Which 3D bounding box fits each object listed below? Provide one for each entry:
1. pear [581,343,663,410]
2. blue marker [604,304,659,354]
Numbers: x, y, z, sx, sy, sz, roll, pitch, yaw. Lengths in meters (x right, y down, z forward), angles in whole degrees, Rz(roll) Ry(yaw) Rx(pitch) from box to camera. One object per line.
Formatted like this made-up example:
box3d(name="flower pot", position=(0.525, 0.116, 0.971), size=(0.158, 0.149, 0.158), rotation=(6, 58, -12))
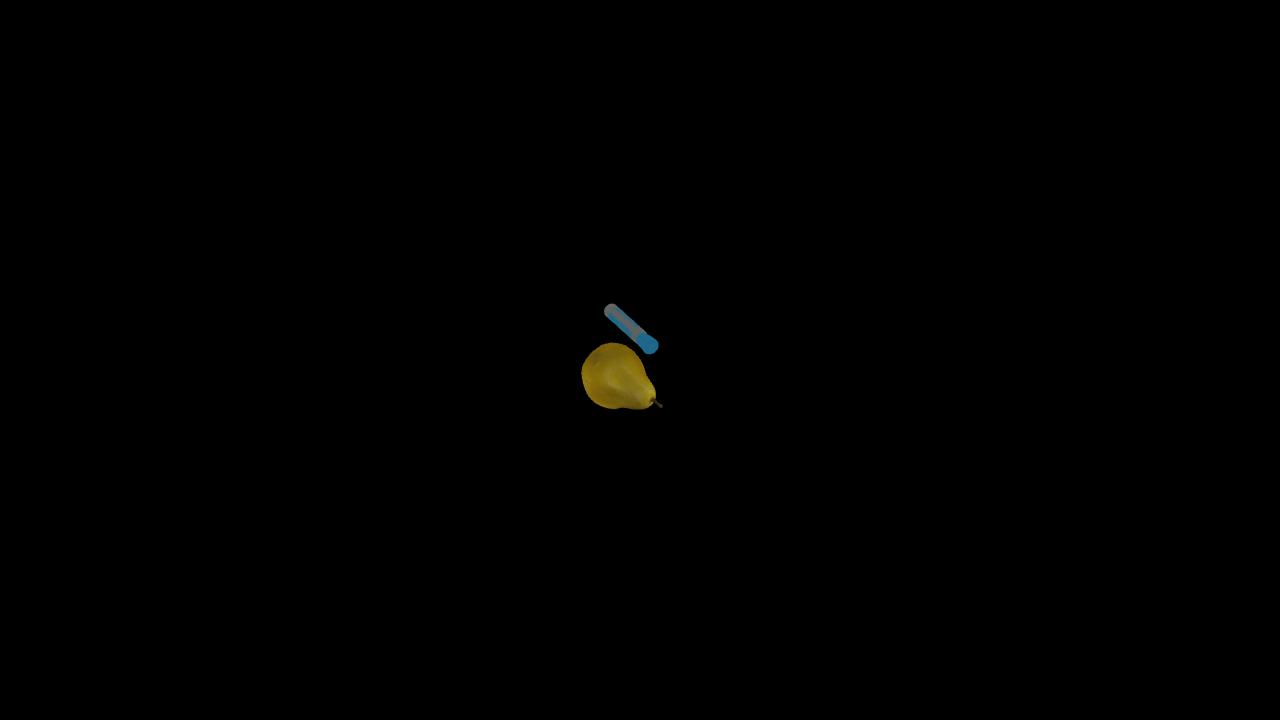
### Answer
box3d(name="pear", position=(-0.013, 0.030, 0.716), size=(0.111, 0.080, 0.080), rotation=(34, 15, 22))
box3d(name="blue marker", position=(-0.011, -0.037, 0.711), size=(0.020, 0.020, 0.121), rotation=(0, 24, -27))
